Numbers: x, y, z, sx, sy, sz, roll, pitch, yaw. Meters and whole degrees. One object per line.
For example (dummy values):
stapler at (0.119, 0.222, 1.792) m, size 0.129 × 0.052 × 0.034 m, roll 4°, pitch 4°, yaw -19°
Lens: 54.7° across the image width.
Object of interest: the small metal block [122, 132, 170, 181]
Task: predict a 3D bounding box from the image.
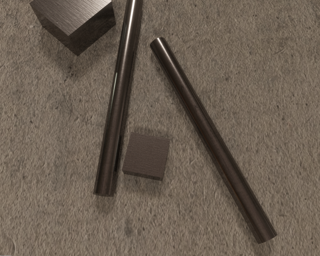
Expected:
small metal block at (-0.017, 0.037, 0.395) m, size 0.050 × 0.025 × 0.050 m, roll 11°, pitch 70°, yaw 3°

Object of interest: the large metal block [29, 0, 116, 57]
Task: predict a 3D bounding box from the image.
large metal block at (-0.124, -0.167, 0.454) m, size 0.080 × 0.050 × 0.080 m, roll 41°, pitch 75°, yaw 13°

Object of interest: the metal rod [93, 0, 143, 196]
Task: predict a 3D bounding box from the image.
metal rod at (-0.054, -0.058, 0.428) m, size 0.025 × 0.025 × 0.299 m, roll 6°, pitch 70°, yaw 2°

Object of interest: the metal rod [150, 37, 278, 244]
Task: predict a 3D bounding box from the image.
metal rod at (0.061, 0.003, 0.407) m, size 0.025 × 0.025 × 0.299 m, roll -24°, pitch 72°, yaw -9°
